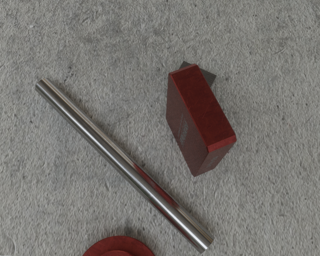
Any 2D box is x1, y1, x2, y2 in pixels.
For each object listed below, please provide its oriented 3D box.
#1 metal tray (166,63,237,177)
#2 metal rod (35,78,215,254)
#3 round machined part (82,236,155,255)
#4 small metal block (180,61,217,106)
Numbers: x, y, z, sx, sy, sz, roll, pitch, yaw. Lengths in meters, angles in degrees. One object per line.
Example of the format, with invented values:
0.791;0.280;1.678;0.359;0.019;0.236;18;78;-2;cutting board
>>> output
0.039;-0.001;0.353;0.030;0.130;0.090;-22;72;-8;metal tray
-0.053;0.038;0.393;0.300;0.025;0.025;42;75;13;metal rod
-0.047;0.169;0.337;0.099;0.042;0.098;0;70;-1;round machined part
0.043;-0.058;0.430;0.050;0.025;0.050;26;72;9;small metal block
